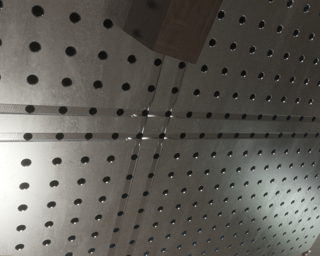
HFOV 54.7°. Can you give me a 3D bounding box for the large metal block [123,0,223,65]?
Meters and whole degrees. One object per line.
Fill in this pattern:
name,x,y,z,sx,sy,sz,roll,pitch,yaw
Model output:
large metal block,0.012,-0.119,0.309,0.050,0.080,0.079,9,114,-33
